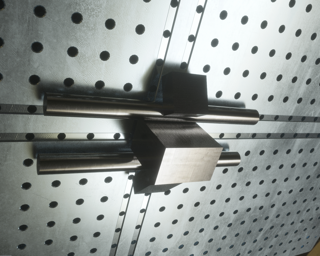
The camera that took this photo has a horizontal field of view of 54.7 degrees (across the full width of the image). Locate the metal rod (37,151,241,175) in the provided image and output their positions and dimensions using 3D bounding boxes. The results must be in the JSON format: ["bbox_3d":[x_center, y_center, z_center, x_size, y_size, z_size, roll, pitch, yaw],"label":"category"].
[{"bbox_3d":[-0.009,0.046,0.431,0.303,0.025,0.025,2,118,-30],"label":"metal rod"}]

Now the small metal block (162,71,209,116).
[{"bbox_3d":[0.031,-0.040,0.384,0.050,0.025,0.050,1,84,-29],"label":"small metal block"}]

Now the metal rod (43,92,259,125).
[{"bbox_3d":[0.011,-0.021,0.399,0.303,0.025,0.025,2,118,-30],"label":"metal rod"}]

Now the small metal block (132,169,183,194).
[{"bbox_3d":[-0.005,0.073,0.434,0.050,0.025,0.050,2,155,-30],"label":"small metal block"}]

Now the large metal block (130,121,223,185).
[{"bbox_3d":[0.019,0.025,0.396,0.081,0.080,0.050,2,118,-29],"label":"large metal block"}]
